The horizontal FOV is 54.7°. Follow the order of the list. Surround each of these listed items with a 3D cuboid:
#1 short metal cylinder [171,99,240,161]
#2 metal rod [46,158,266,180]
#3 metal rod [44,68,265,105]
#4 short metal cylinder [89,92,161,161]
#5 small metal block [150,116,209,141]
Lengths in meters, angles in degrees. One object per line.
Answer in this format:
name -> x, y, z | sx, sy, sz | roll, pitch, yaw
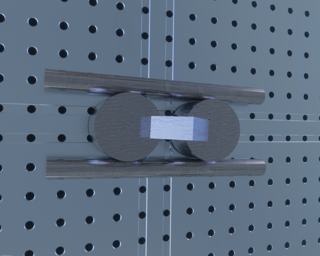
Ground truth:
short metal cylinder -> 0.059, 0.003, 0.418 | 0.081, 0.050, 0.079 | 0, 90, -20
metal rod -> 0.009, 0.053, 0.413 | 0.302, 0.025, 0.025 | 2, 89, -20
metal rod -> 0.008, -0.052, 0.412 | 0.302, 0.025, 0.025 | 2, 90, -20
short metal cylinder -> -0.043, -0.001, 0.380 | 0.081, 0.050, 0.079 | 0, 90, -20
small metal block -> 0.024, 0.001, 0.355 | 0.050, 0.050, 0.025 | 6, 86, -63
